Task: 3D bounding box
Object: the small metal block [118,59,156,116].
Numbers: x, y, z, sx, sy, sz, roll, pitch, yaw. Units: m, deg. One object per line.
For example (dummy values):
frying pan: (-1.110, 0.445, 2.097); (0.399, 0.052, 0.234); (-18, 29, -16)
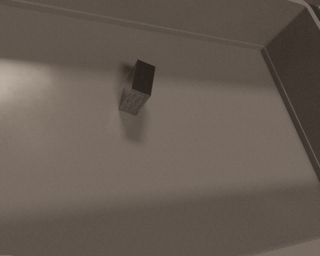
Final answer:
small metal block: (-0.030, -0.052, 0.406); (0.025, 0.050, 0.050); (19, 54, -18)
